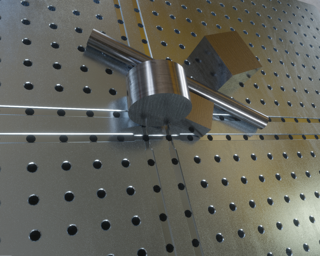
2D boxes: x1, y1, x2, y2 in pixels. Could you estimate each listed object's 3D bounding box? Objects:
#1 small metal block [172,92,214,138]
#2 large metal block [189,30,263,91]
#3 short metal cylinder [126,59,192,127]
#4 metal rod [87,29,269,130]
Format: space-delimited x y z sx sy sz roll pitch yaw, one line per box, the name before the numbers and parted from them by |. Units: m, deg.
small metal block | 0.048 -0.021 0.449 0.050 0.025 0.050 23 53 -15
large metal block | 0.111 -0.113 0.523 0.081 0.050 0.080 -21 73 -36
short metal cylinder | -0.003 -0.043 0.399 0.081 0.080 0.050 7 59 -25
metal rod | 0.036 -0.068 0.470 0.302 0.025 0.025 24 53 -14
